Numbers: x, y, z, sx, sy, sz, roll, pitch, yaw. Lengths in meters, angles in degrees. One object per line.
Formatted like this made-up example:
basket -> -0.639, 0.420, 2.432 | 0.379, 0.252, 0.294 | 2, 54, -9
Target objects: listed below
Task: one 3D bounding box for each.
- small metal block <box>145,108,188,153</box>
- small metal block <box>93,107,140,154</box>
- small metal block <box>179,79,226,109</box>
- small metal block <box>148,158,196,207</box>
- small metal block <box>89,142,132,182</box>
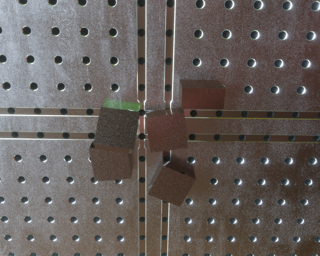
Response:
small metal block -> 0.009, 0.002, 0.415 | 0.050, 0.025, 0.050 | -7, 110, 2
small metal block -> -0.055, 0.003, 0.400 | 0.050, 0.025, 0.050 | 8, 71, -4
small metal block -> 0.050, -0.043, 0.385 | 0.050, 0.050, 0.025 | 1, 110, -1
small metal block -> 0.016, 0.078, 0.442 | 0.050, 0.025, 0.050 | 24, 108, -9
small metal block -> -0.067, 0.044, 0.429 | 0.050, 0.025, 0.050 | -5, 110, 1
